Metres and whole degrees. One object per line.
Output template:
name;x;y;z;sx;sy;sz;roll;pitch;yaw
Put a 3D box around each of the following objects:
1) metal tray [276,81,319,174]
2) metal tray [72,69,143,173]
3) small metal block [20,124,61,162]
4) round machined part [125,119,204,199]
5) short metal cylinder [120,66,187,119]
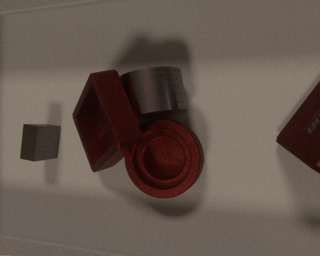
metal tray;0.183;-0.019;0.309;0.030;0.090;0.129;32;101;-9
metal tray;-0.071;-0.003;0.387;0.129;0.030;0.090;-39;70;59
small metal block;-0.175;0.020;0.457;0.025;0.050;0.050;8;93;19
round machined part;0.008;0.037;0.398;0.098;0.042;0.097;0;90;19
short metal cylinder;-0.010;-0.041;0.384;0.080;0.080;0.050;-10;87;19
